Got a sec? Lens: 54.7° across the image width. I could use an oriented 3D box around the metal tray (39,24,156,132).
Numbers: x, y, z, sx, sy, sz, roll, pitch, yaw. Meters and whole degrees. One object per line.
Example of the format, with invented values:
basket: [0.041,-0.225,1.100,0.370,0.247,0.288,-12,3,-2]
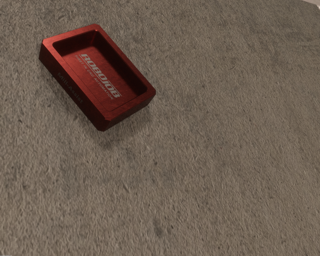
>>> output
metal tray: [-0.079,-0.069,0.400,0.130,0.030,0.091,50,51,6]
